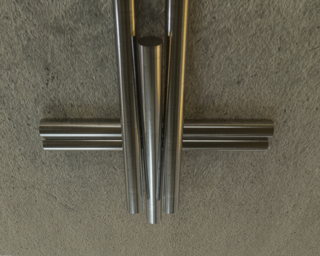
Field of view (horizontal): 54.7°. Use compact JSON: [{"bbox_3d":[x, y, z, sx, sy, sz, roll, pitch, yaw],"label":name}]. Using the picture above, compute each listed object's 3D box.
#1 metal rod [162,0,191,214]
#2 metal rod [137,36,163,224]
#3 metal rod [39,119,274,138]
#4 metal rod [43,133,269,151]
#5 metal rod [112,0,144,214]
[{"bbox_3d":[0.016,-0.010,0.372,0.025,0.025,0.298,0,122,-1],"label":"metal rod"},{"bbox_3d":[-0.010,0.029,0.400,0.025,0.025,0.298,0,130,0],"label":"metal rod"},{"bbox_3d":[-0.003,0.000,0.410,0.302,0.025,0.025,0,130,-1],"label":"metal rod"},{"bbox_3d":[-0.005,0.019,0.426,0.302,0.025,0.025,0,130,-1],"label":"metal rod"},{"bbox_3d":[-0.035,-0.010,0.372,0.025,0.025,0.298,0,122,-1],"label":"metal rod"}]
